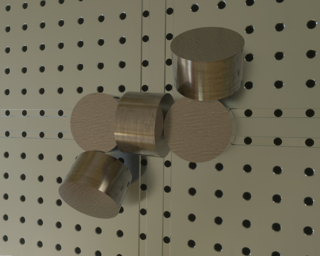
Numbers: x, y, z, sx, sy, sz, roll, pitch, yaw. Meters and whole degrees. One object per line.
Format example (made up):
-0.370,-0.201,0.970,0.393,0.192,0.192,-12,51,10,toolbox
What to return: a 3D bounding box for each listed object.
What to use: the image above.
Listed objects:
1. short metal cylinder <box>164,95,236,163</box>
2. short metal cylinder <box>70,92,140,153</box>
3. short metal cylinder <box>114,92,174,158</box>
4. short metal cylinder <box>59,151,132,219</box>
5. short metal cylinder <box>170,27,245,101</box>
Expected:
0.051,0.000,0.380,0.080,0.050,0.079,0,90,19,short metal cylinder
-0.073,-0.006,0.423,0.080,0.050,0.079,0,90,19,short metal cylinder
-0.016,-0.005,0.388,0.050,0.080,0.079,5,92,19,short metal cylinder
-0.083,0.075,0.405,0.080,0.050,0.080,11,137,11,short metal cylinder
0.054,-0.075,0.357,0.080,0.080,0.050,9,135,19,short metal cylinder
